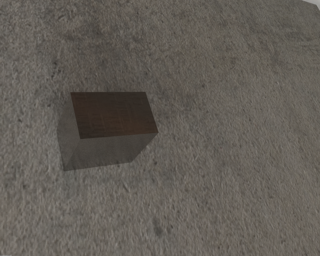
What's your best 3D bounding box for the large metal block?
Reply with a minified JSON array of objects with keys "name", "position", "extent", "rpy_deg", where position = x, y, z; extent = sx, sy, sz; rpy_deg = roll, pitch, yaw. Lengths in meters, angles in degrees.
[{"name":"large metal block","position":[-0.060,0.004,0.335],"extent":[0.081,0.080,0.050],"rpy_deg":[-4,64,-31]}]
